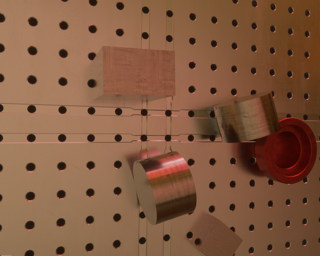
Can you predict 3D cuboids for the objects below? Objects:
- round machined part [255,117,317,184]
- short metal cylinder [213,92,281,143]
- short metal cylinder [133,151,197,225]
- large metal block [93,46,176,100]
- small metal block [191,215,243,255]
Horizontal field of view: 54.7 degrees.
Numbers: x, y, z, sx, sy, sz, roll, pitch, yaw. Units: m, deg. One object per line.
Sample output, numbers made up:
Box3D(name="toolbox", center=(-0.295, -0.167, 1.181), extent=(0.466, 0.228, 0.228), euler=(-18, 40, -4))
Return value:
Box3D(name="round machined part", center=(0.185, 0.033, 0.472), extent=(0.099, 0.042, 0.097), euler=(0, 91, -21))
Box3D(name="short metal cylinder", center=(0.119, -0.015, 0.427), extent=(0.081, 0.080, 0.050), euler=(-18, 96, -19))
Box3D(name="short metal cylinder", center=(0.004, 0.073, 0.385), extent=(0.050, 0.080, 0.080), euler=(-13, 95, -20))
Box3D(name="large metal block", center=(-0.035, -0.061, 0.370), extent=(0.081, 0.080, 0.050), euler=(-1, 91, -20))
Box3D(name="small metal block", center=(0.082, 0.163, 0.443), extent=(0.050, 0.025, 0.050), euler=(43, 76, -15))
